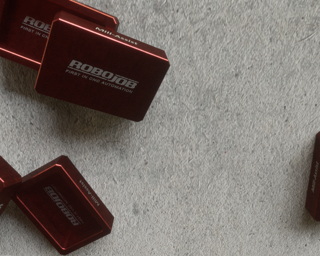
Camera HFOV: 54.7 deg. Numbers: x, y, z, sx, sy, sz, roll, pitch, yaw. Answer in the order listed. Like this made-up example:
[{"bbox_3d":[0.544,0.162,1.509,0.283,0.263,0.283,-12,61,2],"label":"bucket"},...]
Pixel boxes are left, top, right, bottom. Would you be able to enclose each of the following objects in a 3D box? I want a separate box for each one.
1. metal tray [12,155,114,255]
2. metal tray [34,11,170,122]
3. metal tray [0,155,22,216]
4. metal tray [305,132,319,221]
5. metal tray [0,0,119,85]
[{"bbox_3d":[-0.139,0.114,0.447,0.090,0.030,0.130,-29,108,10],"label":"metal tray"},{"bbox_3d":[-0.066,-0.065,0.358,0.131,0.030,0.089,16,121,-21],"label":"metal tray"},{"bbox_3d":[-0.254,0.089,0.419,0.090,0.030,0.129,40,106,11],"label":"metal tray"},{"bbox_3d":[0.263,0.068,0.434,0.091,0.030,0.129,-2,110,0],"label":"metal tray"},{"bbox_3d":[-0.124,-0.110,0.365,0.131,0.030,0.089,21,109,-8],"label":"metal tray"}]
